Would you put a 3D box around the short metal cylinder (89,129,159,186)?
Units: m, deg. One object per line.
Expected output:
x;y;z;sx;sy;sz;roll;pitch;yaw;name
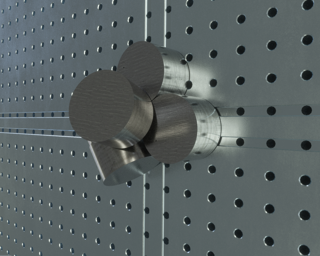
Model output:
-0.046;0.035;0.409;0.080;0.081;0.050;-41;66;32;short metal cylinder

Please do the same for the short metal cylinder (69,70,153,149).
-0.055;-0.020;0.352;0.080;0.050;0.080;-5;77;21;short metal cylinder

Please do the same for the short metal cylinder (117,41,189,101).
-0.010;-0.066;0.398;0.080;0.050;0.079;0;90;39;short metal cylinder

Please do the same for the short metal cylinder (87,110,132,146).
-0.066;-0.007;0.426;0.080;0.081;0.050;-41;65;32;short metal cylinder

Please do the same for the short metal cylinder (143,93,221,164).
0.025;0.001;0.370;0.080;0.050;0.079;0;90;39;short metal cylinder
